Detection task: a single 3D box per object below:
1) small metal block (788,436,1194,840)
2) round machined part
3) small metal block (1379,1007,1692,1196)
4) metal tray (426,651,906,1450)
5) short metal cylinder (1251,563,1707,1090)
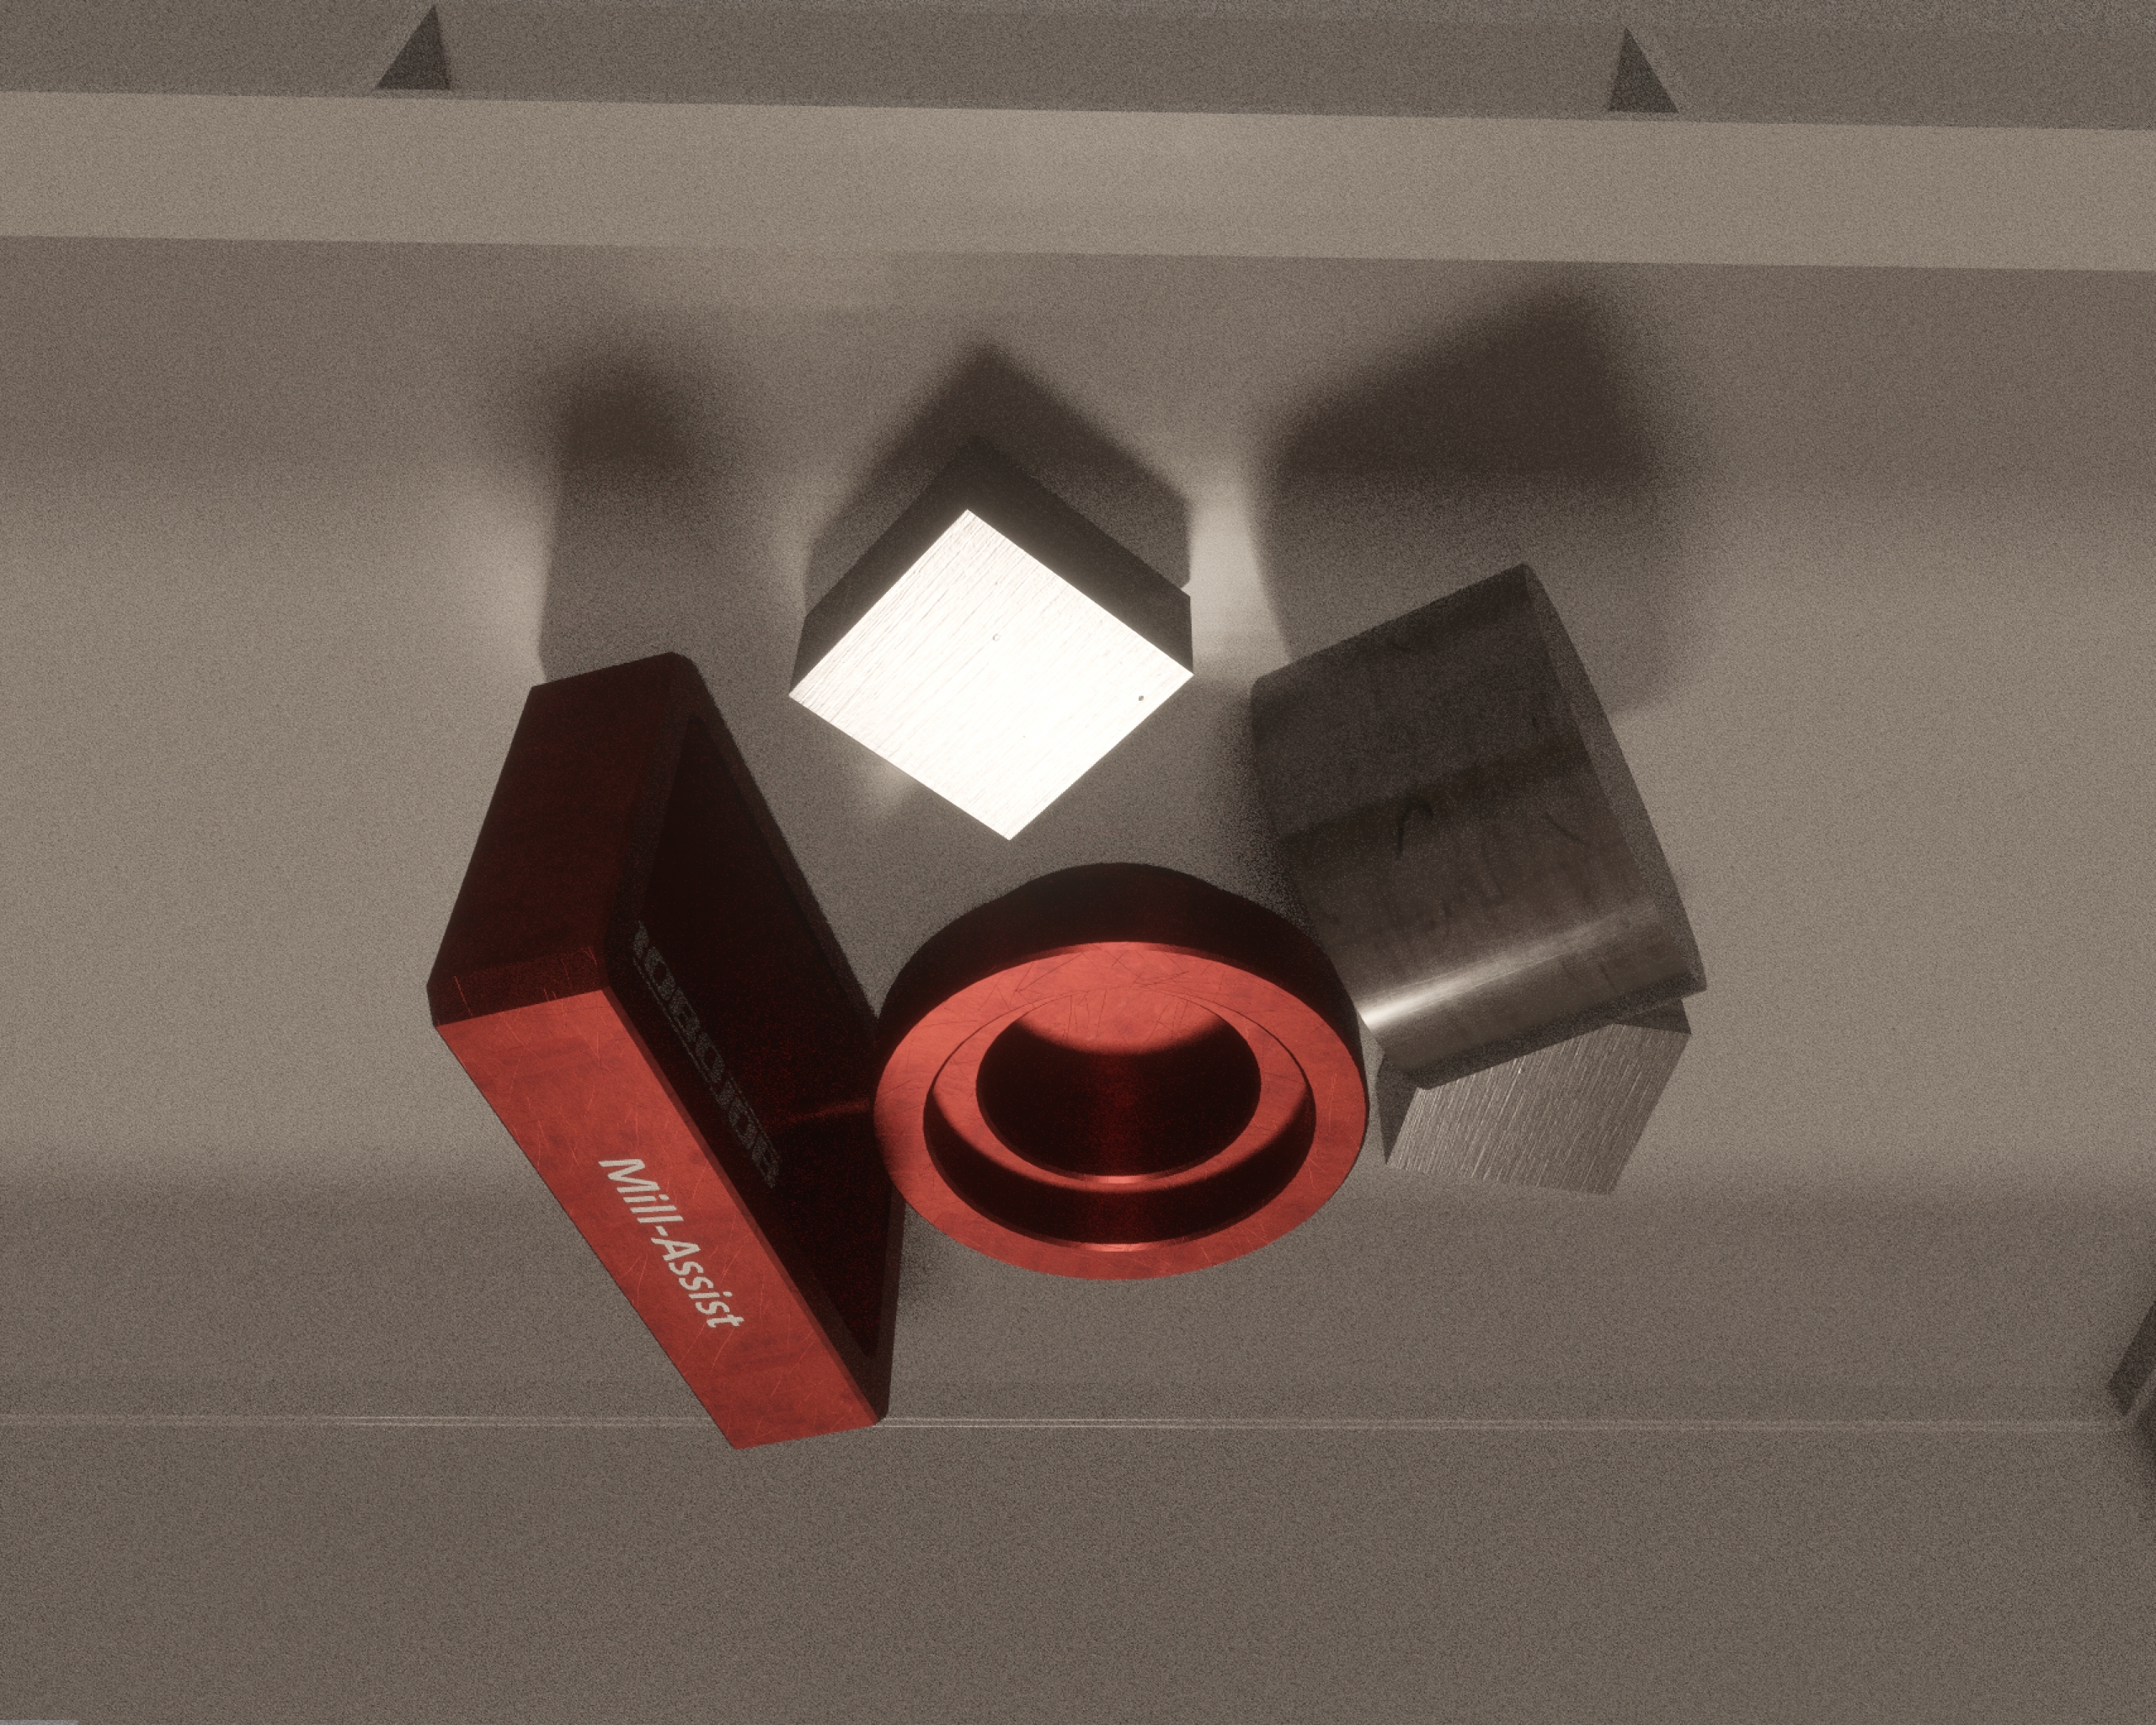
[{"bbox_3d":[-0.015,-0.039,0.373,0.050,0.025,0.050,34,123,-24],"label":"small metal block"},{"bbox_3d":[0.008,0.038,0.427,0.099,0.042,0.097,-1,130,0],"label":"round machined part"},{"bbox_3d":[0.095,0.042,0.444,0.050,0.025,0.050,8,129,-6],"label":"small metal block"},{"bbox_3d":[-0.069,0.037,0.395,0.030,0.090,0.129,-13,129,11],"label":"metal tray"},{"bbox_3d":[0.071,-0.006,0.367,0.050,0.080,0.080,-23,127,18],"label":"short metal cylinder"}]
